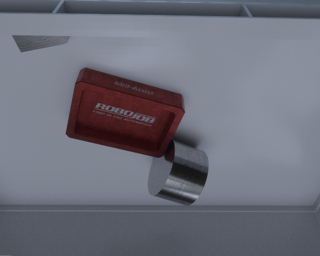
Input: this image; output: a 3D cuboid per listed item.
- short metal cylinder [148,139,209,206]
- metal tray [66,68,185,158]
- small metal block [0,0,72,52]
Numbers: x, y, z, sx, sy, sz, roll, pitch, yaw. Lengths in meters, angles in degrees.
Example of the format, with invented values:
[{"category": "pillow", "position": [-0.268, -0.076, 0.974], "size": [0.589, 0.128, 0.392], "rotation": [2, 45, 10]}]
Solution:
[{"category": "short metal cylinder", "position": [0.023, 0.060, 0.425], "size": [0.050, 0.080, 0.079], "rotation": [21, 127, -17]}, {"category": "metal tray", "position": [-0.045, -0.015, 0.392], "size": [0.131, 0.030, 0.089], "rotation": [14, 129, -13]}, {"category": "small metal block", "position": [-0.126, -0.109, 0.314], "size": [0.050, 0.025, 0.050], "rotation": [-9, 130, 7]}]
